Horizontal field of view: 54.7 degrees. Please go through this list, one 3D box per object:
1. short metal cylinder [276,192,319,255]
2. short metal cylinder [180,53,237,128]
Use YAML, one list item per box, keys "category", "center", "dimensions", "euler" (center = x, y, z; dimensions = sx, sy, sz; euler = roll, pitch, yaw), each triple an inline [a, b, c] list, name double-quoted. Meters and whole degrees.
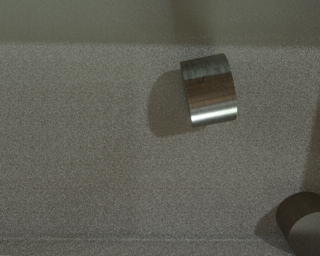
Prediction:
- category: "short metal cylinder"
  center: [0.218, 0.141, 0.452]
  dimensions: [0.081, 0.050, 0.079]
  euler: [0, 110, 0]
- category: "short metal cylinder"
  center: [0.056, -0.043, 0.366]
  dimensions: [0.050, 0.080, 0.079]
  euler: [-11, 110, 4]
